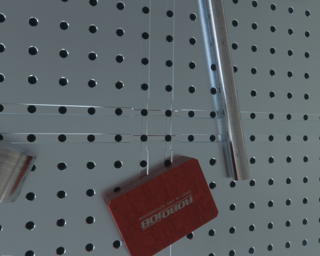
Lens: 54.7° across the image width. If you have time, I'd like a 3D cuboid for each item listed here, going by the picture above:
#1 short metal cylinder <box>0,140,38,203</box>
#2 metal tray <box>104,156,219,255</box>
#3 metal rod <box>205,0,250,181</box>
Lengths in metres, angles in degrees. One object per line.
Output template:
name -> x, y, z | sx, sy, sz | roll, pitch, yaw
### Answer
short metal cylinder -> -0.176, 0.037, 0.318 | 0.080, 0.080, 0.050 | 25, 82, -18
metal tray -> 0.004, 0.105, 0.412 | 0.131, 0.030, 0.090 | -25, 98, -18
metal rod -> 0.095, -0.073, 0.447 | 0.025, 0.025, 0.298 | -11, 94, -20
